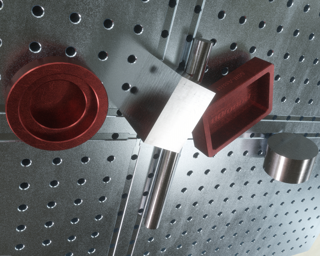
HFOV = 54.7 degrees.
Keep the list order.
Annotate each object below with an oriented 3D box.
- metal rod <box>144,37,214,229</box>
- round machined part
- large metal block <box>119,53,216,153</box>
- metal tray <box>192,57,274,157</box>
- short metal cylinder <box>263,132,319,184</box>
[{"bbox_3d":[0.020,0.024,0.438,0.025,0.025,0.298,0,119,-29],"label":"metal rod"},{"bbox_3d":[-0.108,-0.028,0.325,0.099,0.042,0.097,-14,125,-21],"label":"round machined part"},{"bbox_3d":[0.005,-0.030,0.361,0.050,0.080,0.080,20,108,-36],"label":"large metal block"},{"bbox_3d":[0.101,-0.029,0.428,0.131,0.030,0.090,-34,135,-18],"label":"metal tray"},{"bbox_3d":[0.222,0.050,0.531,0.081,0.080,0.050,-14,125,-21],"label":"short metal cylinder"}]
